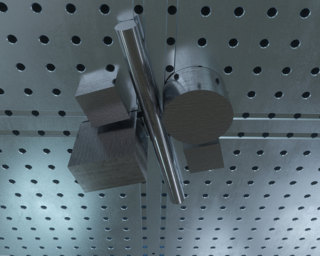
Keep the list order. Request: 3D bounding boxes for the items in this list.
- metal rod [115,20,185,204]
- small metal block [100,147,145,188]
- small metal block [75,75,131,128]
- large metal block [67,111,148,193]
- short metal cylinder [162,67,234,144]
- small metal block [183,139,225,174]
[{"bbox_3d":[-0.003,0.004,0.415,0.025,0.025,0.298,-10,130,8],"label":"metal rod"},{"bbox_3d":[-0.055,0.059,0.461,0.050,0.025,0.050,-12,129,9],"label":"small metal block"},{"bbox_3d":[-0.068,-0.032,0.383,0.050,0.025,0.050,-14,129,10],"label":"small metal block"},{"bbox_3d":[-0.062,0.030,0.398,0.080,0.080,0.050,-12,129,9],"label":"large metal block"},{"bbox_3d":[0.043,-0.026,0.373,0.081,0.050,0.079,0,130,0],"label":"short metal cylinder"},{"bbox_3d":[0.062,0.035,0.443,0.050,0.025,0.050,-11,130,9],"label":"small metal block"}]
